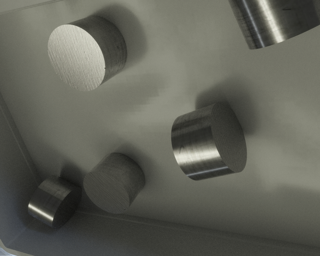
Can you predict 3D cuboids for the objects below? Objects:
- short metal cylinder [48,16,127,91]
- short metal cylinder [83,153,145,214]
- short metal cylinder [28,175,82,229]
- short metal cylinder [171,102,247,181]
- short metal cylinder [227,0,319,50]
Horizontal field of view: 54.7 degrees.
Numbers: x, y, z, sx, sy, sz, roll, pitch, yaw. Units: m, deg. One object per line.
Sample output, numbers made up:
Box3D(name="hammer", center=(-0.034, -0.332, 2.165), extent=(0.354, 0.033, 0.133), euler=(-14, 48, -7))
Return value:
Box3D(name="short metal cylinder", center=(-0.088, -0.092, 0.380), extent=(0.080, 0.050, 0.079), euler=(13, 124, 20))
Box3D(name="short metal cylinder", center=(-0.070, 0.085, 0.480), extent=(0.080, 0.050, 0.079), euler=(13, 124, 20))
Box3D(name="short metal cylinder", center=(-0.184, 0.130, 0.548), extent=(0.050, 0.080, 0.079), euler=(25, 127, 13))
Box3D(name="short metal cylinder", center=(0.057, 0.016, 0.352), extent=(0.050, 0.080, 0.080), euler=(-19, 108, 35))
Box3D(name="short metal cylinder", center=(0.101, -0.106, 0.254), extent=(0.080, 0.080, 0.050), euler=(-18, 109, 34))
